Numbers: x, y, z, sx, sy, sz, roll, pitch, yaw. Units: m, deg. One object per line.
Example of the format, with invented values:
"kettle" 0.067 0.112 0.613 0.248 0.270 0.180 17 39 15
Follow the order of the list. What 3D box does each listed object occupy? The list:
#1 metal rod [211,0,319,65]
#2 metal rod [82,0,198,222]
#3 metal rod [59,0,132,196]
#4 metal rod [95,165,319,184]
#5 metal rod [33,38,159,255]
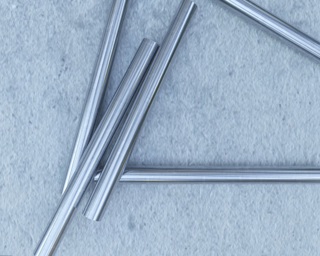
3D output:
"metal rod" 0.118 -0.156 0.411 0.301 0.025 0.025 31 90 -1
"metal rod" -0.022 -0.027 0.394 0.025 0.025 0.299 24 84 -1
"metal rod" -0.081 -0.057 0.408 0.025 0.025 0.298 15 90 -1
"metal rod" 0.067 0.062 0.410 0.302 0.025 0.025 0 90 -1
"metal rod" -0.077 0.022 0.393 0.025 0.025 0.299 26 83 -1
